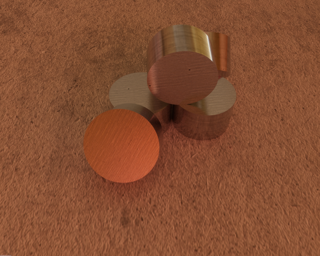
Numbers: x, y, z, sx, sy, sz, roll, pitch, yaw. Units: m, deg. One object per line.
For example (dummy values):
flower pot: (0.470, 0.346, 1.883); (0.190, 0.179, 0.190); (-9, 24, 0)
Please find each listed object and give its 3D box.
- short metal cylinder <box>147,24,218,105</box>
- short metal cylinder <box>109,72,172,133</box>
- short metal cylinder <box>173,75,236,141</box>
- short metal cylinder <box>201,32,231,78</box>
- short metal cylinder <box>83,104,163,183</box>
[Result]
short metal cylinder: (0.025, -0.073, 0.366); (0.081, 0.080, 0.050); (-1, 50, -1)
short metal cylinder: (-0.024, -0.029, 0.412); (0.081, 0.050, 0.080); (0, 50, 0)
short metal cylinder: (0.057, -0.030, 0.413); (0.081, 0.050, 0.080); (0, 50, 0)
short metal cylinder: (0.060, -0.100, 0.445); (0.081, 0.080, 0.050); (0, 88, 0)
short metal cylinder: (-0.038, 0.015, 0.347); (0.080, 0.079, 0.050); (6, 11, 4)
